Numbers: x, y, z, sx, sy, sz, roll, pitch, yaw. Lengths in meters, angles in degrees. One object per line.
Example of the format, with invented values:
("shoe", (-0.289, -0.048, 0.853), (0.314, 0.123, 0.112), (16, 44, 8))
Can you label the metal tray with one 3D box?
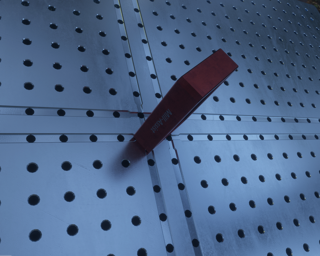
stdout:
("metal tray", (0.028, -0.030, 0.375), (0.030, 0.129, 0.091), (47, 51, 4))
